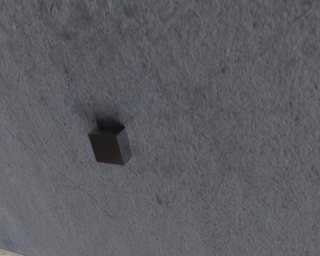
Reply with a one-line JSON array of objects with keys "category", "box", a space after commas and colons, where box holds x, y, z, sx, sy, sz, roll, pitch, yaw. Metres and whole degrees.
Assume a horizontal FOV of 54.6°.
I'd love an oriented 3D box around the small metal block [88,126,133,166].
[{"category": "small metal block", "box": [-0.074, 0.026, 0.462, 0.050, 0.025, 0.050, 3, 120, 26]}]
